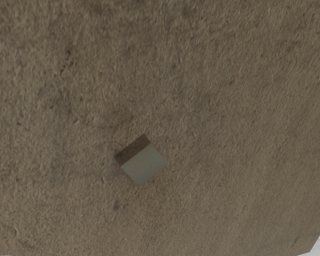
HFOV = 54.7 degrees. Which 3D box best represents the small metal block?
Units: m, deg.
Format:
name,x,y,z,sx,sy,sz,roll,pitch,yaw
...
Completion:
name,x,y,z,sx,sy,sz,roll,pitch,yaw
small metal block,-0.025,0.044,0.422,0.050,0.025,0.050,-38,130,-3
